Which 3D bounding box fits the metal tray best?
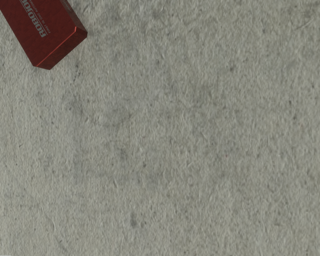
[{"bbox_3d":[-0.179,-0.166,0.468,0.090,0.030,0.130,-36,79,16],"label":"metal tray"}]
